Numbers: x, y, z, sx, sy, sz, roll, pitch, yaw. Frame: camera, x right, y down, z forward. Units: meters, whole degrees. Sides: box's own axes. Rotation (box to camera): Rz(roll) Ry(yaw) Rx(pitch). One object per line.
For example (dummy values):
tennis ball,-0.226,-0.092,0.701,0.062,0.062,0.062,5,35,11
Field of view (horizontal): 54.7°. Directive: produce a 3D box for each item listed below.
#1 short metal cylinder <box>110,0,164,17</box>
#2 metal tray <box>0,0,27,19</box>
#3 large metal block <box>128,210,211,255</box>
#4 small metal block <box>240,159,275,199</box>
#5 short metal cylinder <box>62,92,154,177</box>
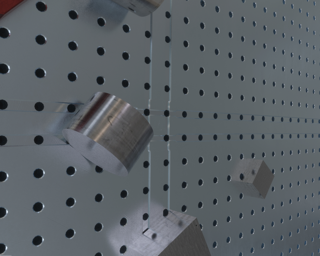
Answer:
short metal cylinder,-0.027,-0.175,0.351,0.050,0.080,0.080,16,80,-39
metal tray,-0.138,-0.174,0.289,0.090,0.030,0.130,52,60,-28
large metal block,0.017,0.169,0.408,0.081,0.050,0.080,-33,111,-35
small metal block,0.176,0.091,0.557,0.050,0.025,0.050,48,61,-29
short metal cylinder,-0.054,0.008,0.328,0.080,0.080,0.050,48,62,-30
